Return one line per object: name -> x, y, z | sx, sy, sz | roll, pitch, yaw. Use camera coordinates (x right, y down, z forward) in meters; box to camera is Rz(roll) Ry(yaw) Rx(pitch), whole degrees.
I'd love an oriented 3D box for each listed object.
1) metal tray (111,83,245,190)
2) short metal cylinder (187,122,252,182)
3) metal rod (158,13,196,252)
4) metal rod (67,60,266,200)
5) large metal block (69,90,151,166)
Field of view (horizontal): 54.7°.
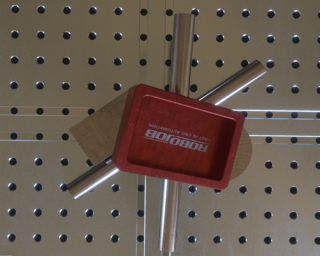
metal tray -> 0.022, 0.012, 0.341 | 0.131, 0.030, 0.089 | 14, 90, -19
short metal cylinder -> 0.072, 0.026, 0.401 | 0.081, 0.050, 0.079 | 0, 90, -1
metal rod -> 0.020, 0.013, 0.391 | 0.025, 0.025, 0.298 | 4, 99, -1
metal rod -> 0.009, 0.002, 0.414 | 0.301, 0.025, 0.025 | -34, 90, -1
large metal block -> -0.054, 0.000, 0.385 | 0.080, 0.080, 0.050 | -34, 90, 0
